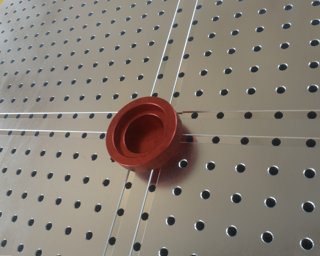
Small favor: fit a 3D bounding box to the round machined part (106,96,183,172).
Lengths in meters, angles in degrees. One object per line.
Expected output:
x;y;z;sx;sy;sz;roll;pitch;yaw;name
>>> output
-0.017;0.011;0.398;0.098;0.042;0.098;-13;56;20;round machined part
